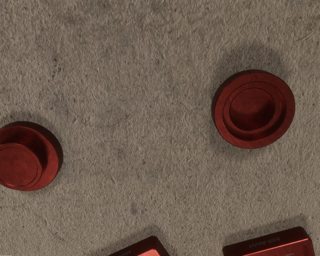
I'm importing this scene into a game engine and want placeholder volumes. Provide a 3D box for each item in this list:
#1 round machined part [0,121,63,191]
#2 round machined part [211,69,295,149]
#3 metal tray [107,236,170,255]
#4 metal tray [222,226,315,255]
[{"bbox_3d":[-0.185,0.043,0.414,0.099,0.042,0.097,0,110,-1],"label":"round machined part"},{"bbox_3d":[0.114,-0.026,0.393,0.099,0.042,0.097,0,110,-1],"label":"round machined part"},{"bbox_3d":[-0.043,0.237,0.493,0.130,0.030,0.090,-27,108,9],"label":"metal tray"},{"bbox_3d":[0.174,0.215,0.488,0.131,0.030,0.090,-18,109,6],"label":"metal tray"}]
